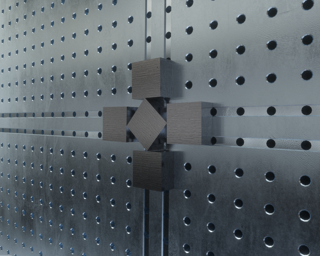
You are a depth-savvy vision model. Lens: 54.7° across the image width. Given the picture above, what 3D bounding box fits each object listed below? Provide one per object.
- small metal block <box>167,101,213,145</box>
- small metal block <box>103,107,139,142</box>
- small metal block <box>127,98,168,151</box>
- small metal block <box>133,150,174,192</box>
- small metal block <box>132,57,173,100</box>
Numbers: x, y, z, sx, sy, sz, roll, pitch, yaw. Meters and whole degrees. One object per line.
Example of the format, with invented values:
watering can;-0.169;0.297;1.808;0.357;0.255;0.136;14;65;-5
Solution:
small metal block;0.036;-0.005;0.378;0.050;0.025;0.050;0;90;39
small metal block;-0.058;-0.006;0.454;0.050;0.025;0.050;2;91;39
small metal block;-0.011;-0.005;0.416;0.050;0.025;0.050;50;119;28
small metal block;-0.009;0.055;0.415;0.050;0.025;0.050;1;90;39
small metal block;-0.011;-0.064;0.416;0.050;0.025;0.050;-1;90;39
